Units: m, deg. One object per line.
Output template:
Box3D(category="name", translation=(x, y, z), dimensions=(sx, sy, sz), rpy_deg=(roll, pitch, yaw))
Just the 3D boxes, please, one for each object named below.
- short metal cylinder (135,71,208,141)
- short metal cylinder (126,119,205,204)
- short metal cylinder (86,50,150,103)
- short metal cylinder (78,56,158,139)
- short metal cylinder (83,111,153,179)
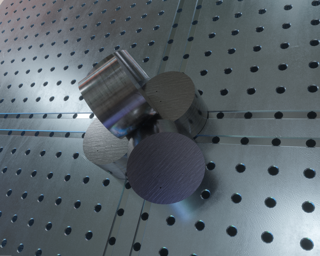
Box3D(category="short metal cylinder", translation=(0.015, -0.026, 0.398), dimensions=(0.080, 0.050, 0.080), rpy_deg=(-13, 56, 20))
Box3D(category="short metal cylinder", translation=(0.004, 0.035, 0.339), dimensions=(0.080, 0.080, 0.050), rpy_deg=(-35, 16, 5))
Box3D(category="short metal cylinder", translation=(-0.059, -0.062, 0.431), dimensions=(0.080, 0.080, 0.050), rpy_deg=(-39, 85, 1))
Box3D(category="short metal cylinder", translation=(-0.046, -0.034, 0.351), dimensions=(0.050, 0.080, 0.080), rpy_deg=(-36, 52, 4))
Box3D(category="short metal cylinder", translation=(-0.052, 0.020, 0.405), dimensions=(0.080, 0.050, 0.080), rpy_deg=(-13, 56, 20))
